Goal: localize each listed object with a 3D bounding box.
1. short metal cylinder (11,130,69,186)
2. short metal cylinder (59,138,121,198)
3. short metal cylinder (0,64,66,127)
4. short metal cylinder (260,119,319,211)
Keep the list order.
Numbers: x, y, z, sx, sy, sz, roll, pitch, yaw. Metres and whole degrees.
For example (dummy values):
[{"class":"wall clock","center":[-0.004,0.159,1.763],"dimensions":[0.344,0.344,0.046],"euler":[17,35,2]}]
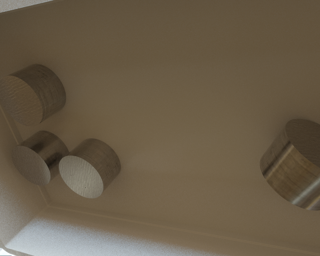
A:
[{"class":"short metal cylinder","center":[-0.202,0.051,0.528],"dimensions":[0.080,0.050,0.079],"euler":[13,124,20]},{"class":"short metal cylinder","center":[-0.110,0.063,0.487],"dimensions":[0.080,0.050,0.079],"euler":[13,124,20]},{"class":"short metal cylinder","center":[-0.189,-0.049,0.459],"dimensions":[0.080,0.050,0.079],"euler":[13,124,20]},{"class":"short metal cylinder","center":[0.151,0.036,0.315],"dimensions":[0.080,0.080,0.050],"euler":[29,128,9]}]
